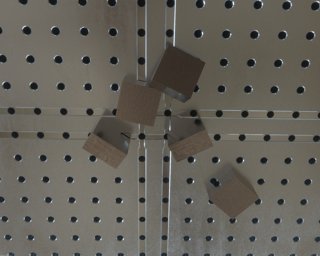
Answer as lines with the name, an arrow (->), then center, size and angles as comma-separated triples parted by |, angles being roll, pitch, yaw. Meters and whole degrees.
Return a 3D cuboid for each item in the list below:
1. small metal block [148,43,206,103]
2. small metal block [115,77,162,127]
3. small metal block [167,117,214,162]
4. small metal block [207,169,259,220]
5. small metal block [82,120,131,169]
small metal block -> 0.020, -0.066, 0.377 | 0.050, 0.025, 0.050 | 26, 76, -9
small metal block -> -0.027, -0.034, 0.401 | 0.050, 0.025, 0.050 | 12, 110, -5
small metal block -> 0.038, 0.014, 0.406 | 0.050, 0.050, 0.025 | -25, 108, 8
small metal block -> 0.105, 0.096, 0.451 | 0.050, 0.025, 0.050 | 42, 104, -14
small metal block -> -0.069, 0.020, 0.407 | 0.050, 0.050, 0.025 | 34, 106, -12
